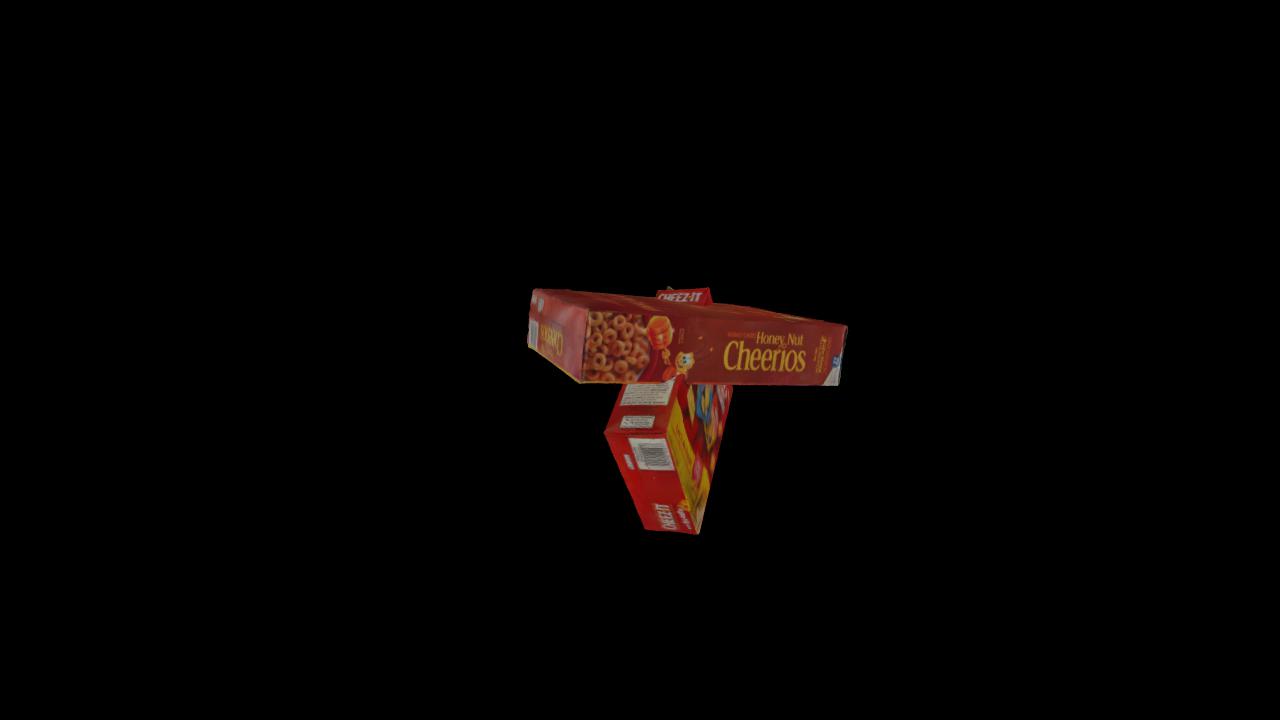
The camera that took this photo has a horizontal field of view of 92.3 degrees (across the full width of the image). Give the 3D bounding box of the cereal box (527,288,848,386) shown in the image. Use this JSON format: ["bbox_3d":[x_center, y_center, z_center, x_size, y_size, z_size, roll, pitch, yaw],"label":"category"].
[{"bbox_3d":[0.047,-0.025,0.694,0.306,0.081,0.203,2,10,-25],"label":"cereal box"}]

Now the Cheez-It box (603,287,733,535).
[{"bbox_3d":[0.042,0.050,0.673,0.071,0.166,0.223,0,43,21],"label":"Cheez-It box"}]

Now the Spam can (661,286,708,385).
[{"bbox_3d":[0.040,-0.032,0.756,0.058,0.085,0.101,37,7,-31],"label":"Spam can"}]
